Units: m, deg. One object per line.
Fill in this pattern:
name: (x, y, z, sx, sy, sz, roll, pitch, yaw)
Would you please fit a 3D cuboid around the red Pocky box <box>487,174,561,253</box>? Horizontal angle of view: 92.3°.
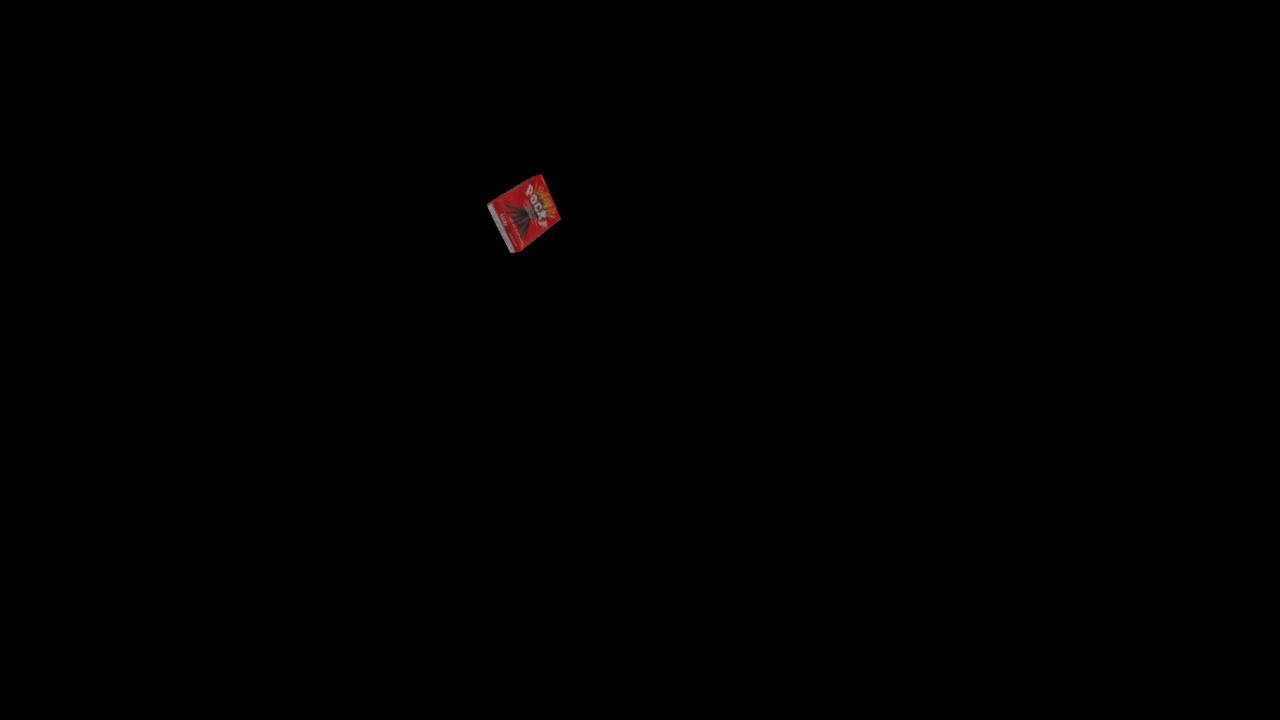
red Pocky box: (-0.180, -0.236, 0.979, 0.028, 0.083, 0.155, -13, 25, 25)
